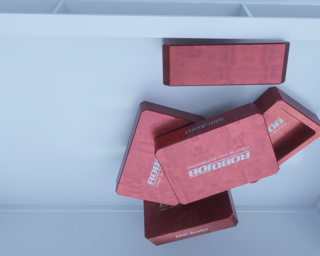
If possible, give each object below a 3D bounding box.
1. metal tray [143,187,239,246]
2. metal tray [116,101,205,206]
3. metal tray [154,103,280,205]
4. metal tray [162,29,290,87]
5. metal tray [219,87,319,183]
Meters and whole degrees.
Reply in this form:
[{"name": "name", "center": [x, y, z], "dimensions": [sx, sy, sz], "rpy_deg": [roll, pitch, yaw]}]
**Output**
[{"name": "metal tray", "center": [0.041, 0.113, 0.461], "dimensions": [0.130, 0.090, 0.030], "rpy_deg": [-20, 136, 15]}, {"name": "metal tray", "center": [0.001, 0.037, 0.414], "dimensions": [0.091, 0.030, 0.129], "rpy_deg": [14, 112, -12]}, {"name": "metal tray", "center": [0.069, 0.034, 0.381], "dimensions": [0.130, 0.030, 0.090], "rpy_deg": [-21, 115, 9]}, {"name": "metal tray", "center": [0.047, -0.069, 0.280], "dimensions": [0.091, 0.130, 0.030], "rpy_deg": [-1, 112, 0]}, {"name": "metal tray", "center": [0.139, 0.016, 0.421], "dimensions": [0.090, 0.030, 0.129], "rpy_deg": [28, 125, -22]}]
